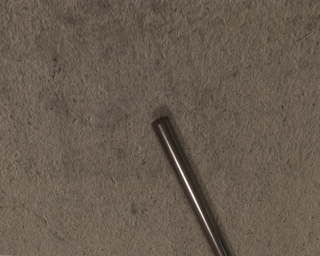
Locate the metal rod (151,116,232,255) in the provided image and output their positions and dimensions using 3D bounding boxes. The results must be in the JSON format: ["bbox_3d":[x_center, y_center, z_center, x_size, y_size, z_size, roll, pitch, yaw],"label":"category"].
[{"bbox_3d":[0.060,0.118,0.454,0.025,0.025,0.299,-23,109,8],"label":"metal rod"}]
